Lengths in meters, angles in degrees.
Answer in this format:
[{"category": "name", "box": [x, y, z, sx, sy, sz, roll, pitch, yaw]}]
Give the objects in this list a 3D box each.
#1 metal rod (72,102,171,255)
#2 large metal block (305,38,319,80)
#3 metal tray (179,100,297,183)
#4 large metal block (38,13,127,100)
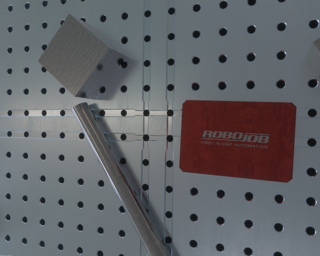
[{"category": "metal rod", "box": [-0.043, 0.096, 0.427, 0.025, 0.025, 0.299, -34, 79, 17]}, {"category": "large metal block", "box": [0.202, -0.081, 0.312, 0.080, 0.080, 0.050, -34, 79, 17]}, {"category": "metal tray", "box": [0.092, 0.013, 0.377, 0.130, 0.030, 0.089, 3, 91, 19]}, {"category": "large metal block", "box": [-0.109, -0.098, 0.438, 0.080, 0.050, 0.080, 42, 103, 15]}]
